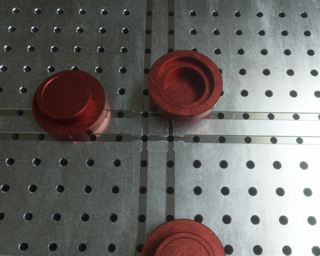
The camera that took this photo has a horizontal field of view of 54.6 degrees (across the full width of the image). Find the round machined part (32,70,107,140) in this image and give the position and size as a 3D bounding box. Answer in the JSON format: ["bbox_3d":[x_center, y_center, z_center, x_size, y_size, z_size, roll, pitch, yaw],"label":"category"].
[{"bbox_3d":[-0.123,-0.036,0.415,0.099,0.042,0.098,0,70,0],"label":"round machined part"}]

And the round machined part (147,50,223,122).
[{"bbox_3d":[0.033,-0.053,0.422,0.099,0.042,0.098,0,70,0],"label":"round machined part"}]

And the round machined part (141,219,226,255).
[{"bbox_3d":[0.027,0.152,0.347,0.099,0.042,0.098,0,70,0],"label":"round machined part"}]
